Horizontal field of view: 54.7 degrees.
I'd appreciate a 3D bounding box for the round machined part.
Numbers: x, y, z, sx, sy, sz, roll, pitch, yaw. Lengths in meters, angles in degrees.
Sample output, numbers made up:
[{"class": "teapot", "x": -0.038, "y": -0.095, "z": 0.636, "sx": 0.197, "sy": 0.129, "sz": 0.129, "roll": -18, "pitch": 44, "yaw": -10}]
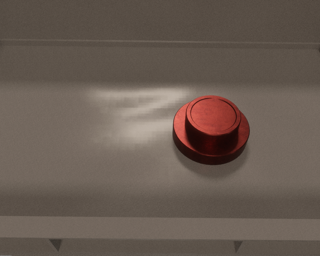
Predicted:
[{"class": "round machined part", "x": 0.066, "y": -0.004, "z": 0.399, "sx": 0.099, "sy": 0.042, "sz": 0.098, "roll": 0, "pitch": 50, "yaw": 0}]
